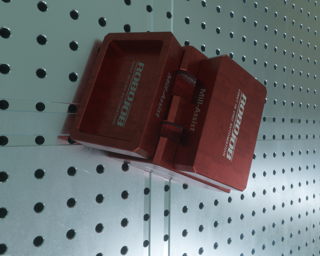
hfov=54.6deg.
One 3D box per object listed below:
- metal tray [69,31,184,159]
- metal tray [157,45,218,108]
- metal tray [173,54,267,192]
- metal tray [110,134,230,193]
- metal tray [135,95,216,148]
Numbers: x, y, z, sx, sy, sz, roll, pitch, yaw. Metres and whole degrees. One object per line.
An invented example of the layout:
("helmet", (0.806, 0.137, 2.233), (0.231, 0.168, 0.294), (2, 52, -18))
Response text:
("metal tray", (-0.035, -0.039, 0.333), (0.030, 0.090, 0.130), (38, 65, -58))
("metal tray", (0.047, -0.055, 0.404), (0.131, 0.090, 0.030), (26, 74, -37))
("metal tray", (0.072, -0.003, 0.347), (0.090, 0.030, 0.130), (26, 74, -37))
("metal tray", (0.018, 0.044, 0.380), (0.131, 0.090, 0.030), (27, 74, -37))
("metal tray", (0.031, 0.001, 0.390), (0.131, 0.090, 0.030), (25, 73, -38))
